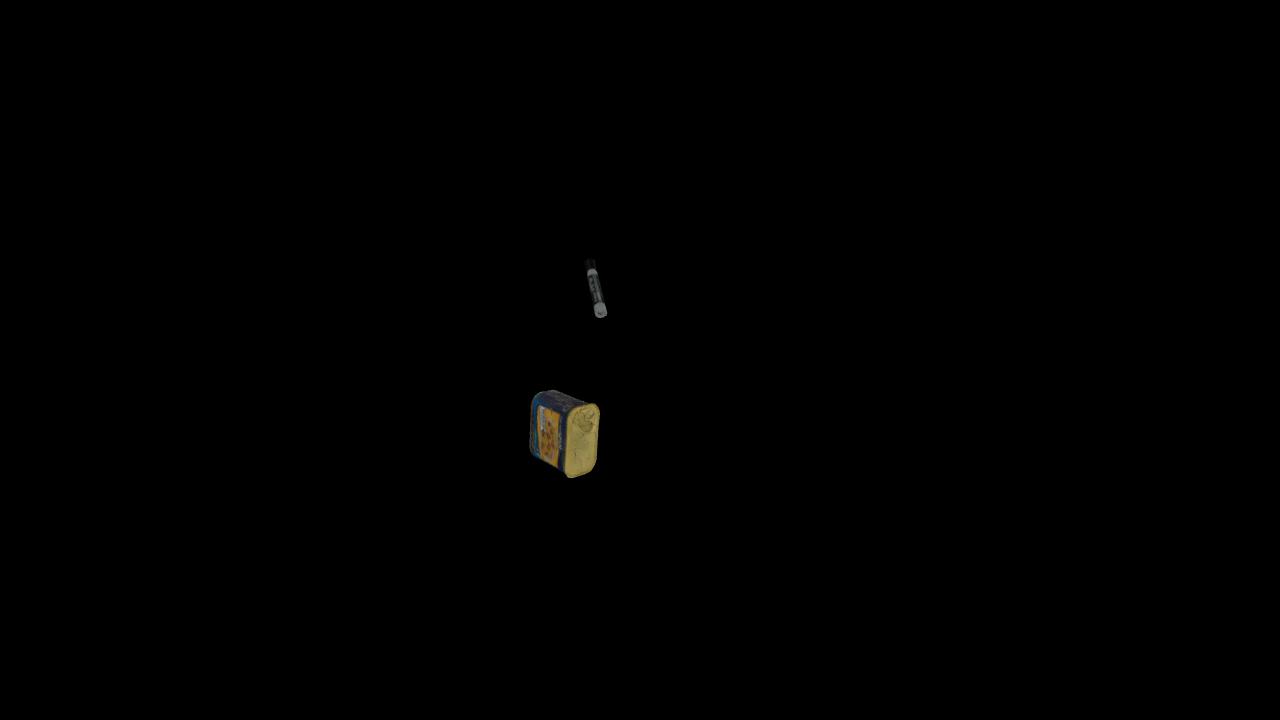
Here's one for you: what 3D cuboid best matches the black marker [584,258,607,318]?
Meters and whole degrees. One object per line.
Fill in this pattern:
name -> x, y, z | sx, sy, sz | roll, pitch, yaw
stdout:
black marker -> -0.070, -0.115, 0.962 | 0.020, 0.121, 0.020 | -9, -38, -7

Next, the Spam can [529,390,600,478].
Spam can -> -0.106, 0.099, 0.848 | 0.085, 0.101, 0.058 | 17, 17, 41
